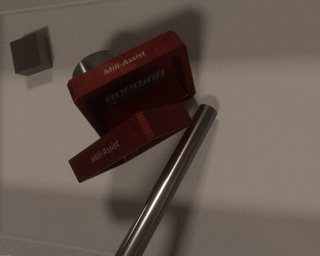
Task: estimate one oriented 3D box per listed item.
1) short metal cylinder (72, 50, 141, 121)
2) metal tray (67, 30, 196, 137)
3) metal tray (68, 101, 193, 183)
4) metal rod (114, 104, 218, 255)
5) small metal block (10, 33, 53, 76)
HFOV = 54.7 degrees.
[{"bbox_3d":[-0.066,-0.051,0.396,0.080,0.080,0.050,-41,54,15],"label":"short metal cylinder"},{"bbox_3d":[-0.027,-0.045,0.361,0.131,0.090,0.030,-28,56,-4],"label":"metal tray"},{"bbox_3d":[-0.035,0.017,0.368,0.130,0.091,0.030,-32,83,34],"label":"metal tray"},{"bbox_3d":[-0.012,0.098,0.338,0.025,0.025,0.300,24,68,18],"label":"metal rod"},{"bbox_3d":[-0.199,-0.113,0.479,0.050,0.025,0.050,-13,86,19],"label":"small metal block"}]
